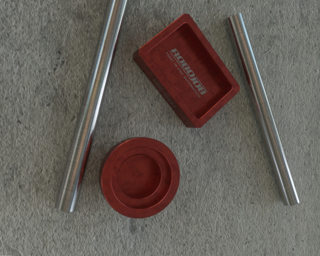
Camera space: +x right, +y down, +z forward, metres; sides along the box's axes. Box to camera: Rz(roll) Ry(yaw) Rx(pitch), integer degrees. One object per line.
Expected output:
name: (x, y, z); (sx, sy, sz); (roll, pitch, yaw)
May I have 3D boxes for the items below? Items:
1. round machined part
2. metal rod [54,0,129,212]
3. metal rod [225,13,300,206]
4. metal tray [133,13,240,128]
round machined part: (-0.028, 0.060, 0.391); (0.099, 0.042, 0.097); (0, 90, -21)
metal rod: (-0.078, -0.049, 0.380); (0.025, 0.025, 0.298); (15, 85, -20)
metal rod: (0.157, -0.023, 0.468); (0.025, 0.025, 0.298); (-22, 98, -19)
metal tray: (0.038, -0.075, 0.421); (0.090, 0.030, 0.130); (-43, 104, -15)
